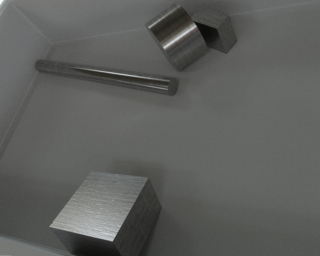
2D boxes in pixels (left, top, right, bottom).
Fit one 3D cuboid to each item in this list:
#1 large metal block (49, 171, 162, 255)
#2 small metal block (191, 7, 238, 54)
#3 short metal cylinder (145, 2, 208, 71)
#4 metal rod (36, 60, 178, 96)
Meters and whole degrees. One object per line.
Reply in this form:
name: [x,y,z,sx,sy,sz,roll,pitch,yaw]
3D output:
large metal block: [-0.056,0.097,0.340,0.080,0.050,0.080,1,38,28]
small metal block: [0.075,-0.136,0.433,0.050,0.050,0.025,35,81,38]
short metal cylinder: [0.023,-0.126,0.435,0.050,0.080,0.080,-35,52,5]
metal rod: [-0.104,-0.088,0.511,0.300,0.025,0.025,14,69,33]
